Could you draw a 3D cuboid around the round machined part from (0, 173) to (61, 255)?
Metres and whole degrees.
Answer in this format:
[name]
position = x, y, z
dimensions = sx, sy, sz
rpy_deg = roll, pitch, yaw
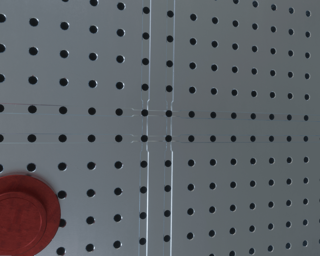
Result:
[round machined part]
position = -0.162, 0.101, 0.344
dimensions = 0.099, 0.042, 0.097
rpy_deg = 0, 90, -20
